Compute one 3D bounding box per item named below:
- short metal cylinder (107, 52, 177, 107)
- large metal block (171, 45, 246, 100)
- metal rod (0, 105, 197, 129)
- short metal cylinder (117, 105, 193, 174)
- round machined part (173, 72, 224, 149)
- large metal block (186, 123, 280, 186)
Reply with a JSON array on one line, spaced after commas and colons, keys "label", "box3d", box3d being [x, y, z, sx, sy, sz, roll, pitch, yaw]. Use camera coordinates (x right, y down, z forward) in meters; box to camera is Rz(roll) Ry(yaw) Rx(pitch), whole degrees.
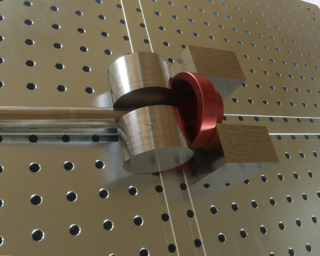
[{"label": "short metal cylinder", "box3d": [-0.023, -0.050, 0.391, 0.081, 0.080, 0.050, 1, 62, -28]}, {"label": "large metal block", "box3d": [0.061, -0.069, 0.449, 0.081, 0.080, 0.050, 0, 62, -28]}, {"label": "metal rod", "box3d": [-0.095, -0.012, 0.349, 0.303, 0.025, 0.025, -1, 62, -24]}, {"label": "short metal cylinder", "box3d": [-0.007, 0.015, 0.359, 0.081, 0.080, 0.050, 1, 62, -28]}, {"label": "round machined part", "box3d": [0.044, -0.021, 0.397, 0.042, 0.097, 0.098, 1, 62, -28]}, {"label": "large metal block", "box3d": [0.088, 0.036, 0.399, 0.081, 0.080, 0.050, 3, 61, -27]}]
